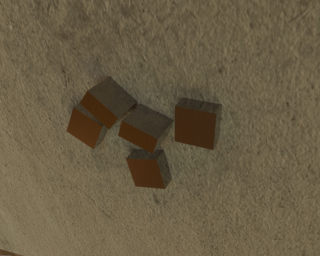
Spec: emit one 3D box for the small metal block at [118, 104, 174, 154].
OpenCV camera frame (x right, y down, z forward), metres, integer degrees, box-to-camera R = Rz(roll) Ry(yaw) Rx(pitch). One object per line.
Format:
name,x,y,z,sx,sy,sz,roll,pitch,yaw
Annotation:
small metal block,-0.017,0.000,0.398,0.050,0.050,0.025,27,128,11

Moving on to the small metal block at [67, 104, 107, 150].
small metal block,-0.105,-0.005,0.457,0.050,0.025,0.050,33,129,6

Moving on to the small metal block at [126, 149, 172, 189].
small metal block,-0.015,0.059,0.450,0.050,0.025,0.050,-1,118,28

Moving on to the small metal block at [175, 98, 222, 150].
small metal block,0.046,-0.006,0.378,0.050,0.025,0.050,12,124,21

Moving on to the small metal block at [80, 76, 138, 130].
small metal block,-0.066,-0.034,0.403,0.050,0.050,0.025,42,129,-1
